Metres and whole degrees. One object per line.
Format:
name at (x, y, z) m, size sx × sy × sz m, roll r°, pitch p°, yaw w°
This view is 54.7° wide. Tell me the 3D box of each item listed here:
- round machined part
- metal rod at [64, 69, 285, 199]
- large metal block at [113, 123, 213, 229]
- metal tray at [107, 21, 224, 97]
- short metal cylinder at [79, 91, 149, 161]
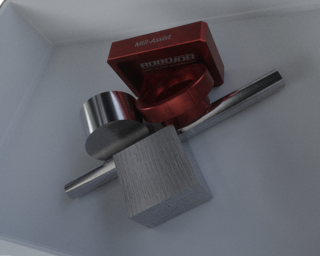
round machined part at (0.023, -0.036, 0.384) m, size 0.098 × 0.042 × 0.098 m, roll -26°, pitch 24°, yaw 13°
metal rod at (0.011, 0.012, 0.389) m, size 0.301 × 0.025 × 0.025 m, roll -29°, pitch 52°, yaw 9°
large metal block at (0.002, 0.055, 0.350) m, size 0.080 × 0.050 × 0.080 m, roll -29°, pitch 52°, yaw 9°
metal tray at (0.009, -0.083, 0.406) m, size 0.130 × 0.090 × 0.030 m, roll -6°, pitch 59°, yaw 24°
short metal cylinder at (-0.060, -0.001, 0.399) m, size 0.080 × 0.080 × 0.050 m, roll -29°, pitch 52°, yaw 9°
